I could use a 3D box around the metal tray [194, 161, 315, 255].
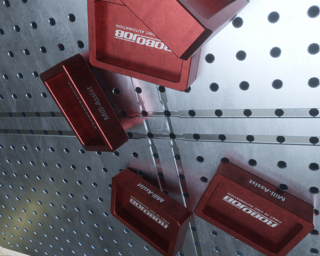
[{"bbox_3d":[0.121,0.111,0.412,0.130,0.030,0.089,28,128,10],"label":"metal tray"}]

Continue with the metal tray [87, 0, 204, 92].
[{"bbox_3d":[-0.019,-0.103,0.355,0.130,0.030,0.089,18,126,17],"label":"metal tray"}]

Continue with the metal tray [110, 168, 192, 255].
[{"bbox_3d":[-0.019,0.131,0.480,0.130,0.030,0.089,29,130,27],"label":"metal tray"}]

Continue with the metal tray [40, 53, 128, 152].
[{"bbox_3d":[-0.106,-0.029,0.427,0.090,0.030,0.130,-4,119,52],"label":"metal tray"}]

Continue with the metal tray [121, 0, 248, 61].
[{"bbox_3d":[0.020,-0.116,0.261,0.090,0.131,0.030,45,129,-3],"label":"metal tray"}]
